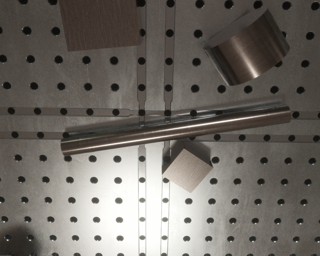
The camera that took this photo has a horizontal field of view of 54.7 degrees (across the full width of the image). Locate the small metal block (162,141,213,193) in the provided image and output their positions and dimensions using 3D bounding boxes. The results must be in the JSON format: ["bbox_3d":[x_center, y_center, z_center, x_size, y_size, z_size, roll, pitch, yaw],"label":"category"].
[{"bbox_3d":[0.038,0.055,0.434,0.050,0.025,0.050,34,106,-12],"label":"small metal block"}]

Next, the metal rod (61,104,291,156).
[{"bbox_3d":[0.019,0.003,0.414,0.302,0.025,0.025,-9,110,2],"label":"metal rod"}]

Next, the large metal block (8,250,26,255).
[{"bbox_3d":[-0.247,0.247,0.472,0.080,0.080,0.050,-23,109,8],"label":"large metal block"}]

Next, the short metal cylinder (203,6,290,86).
[{"bbox_3d":[0.097,-0.092,0.352,0.080,0.080,0.050,-34,107,11],"label":"short metal cylinder"}]

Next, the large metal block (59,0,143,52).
[{"bbox_3d":[-0.065,-0.133,0.350,0.080,0.050,0.079,-5,110,1],"label":"large metal block"}]
